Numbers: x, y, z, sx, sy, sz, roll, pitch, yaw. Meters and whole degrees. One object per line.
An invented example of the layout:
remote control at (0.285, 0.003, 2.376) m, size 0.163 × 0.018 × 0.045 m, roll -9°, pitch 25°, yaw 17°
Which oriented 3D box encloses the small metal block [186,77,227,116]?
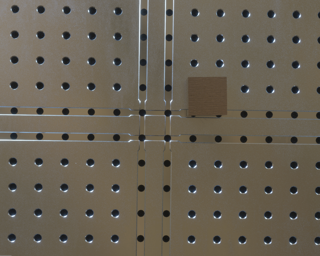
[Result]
small metal block at (0.062, -0.042, 0.414) m, size 0.050 × 0.025 × 0.050 m, roll -1°, pitch 90°, yaw -1°
